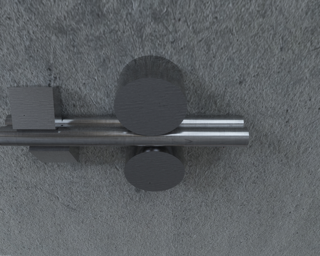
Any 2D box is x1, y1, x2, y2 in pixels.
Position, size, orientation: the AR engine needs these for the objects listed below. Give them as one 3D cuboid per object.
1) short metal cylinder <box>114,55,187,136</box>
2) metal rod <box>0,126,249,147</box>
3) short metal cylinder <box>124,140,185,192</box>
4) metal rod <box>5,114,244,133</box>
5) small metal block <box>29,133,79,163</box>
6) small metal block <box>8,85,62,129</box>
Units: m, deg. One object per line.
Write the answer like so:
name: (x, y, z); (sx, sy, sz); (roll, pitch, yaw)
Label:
short metal cylinder: (-0.010, -0.037, 0.360); (0.081, 0.050, 0.079); (0, 130, 0)
metal rod: (-0.044, 0.010, 0.384); (0.302, 0.025, 0.025); (0, 130, 0)
short metal cylinder: (-0.007, 0.043, 0.429); (0.081, 0.050, 0.079); (0, 130, 0)
metal rod: (-0.045, -0.005, 0.404); (0.302, 0.025, 0.025); (0, 130, -1)
small metal block: (-0.140, 0.028, 0.418); (0.050, 0.025, 0.050); (0, 157, -1)
small metal block: (-0.149, -0.025, 0.373); (0.050, 0.025, 0.050); (0, 103, 0)
